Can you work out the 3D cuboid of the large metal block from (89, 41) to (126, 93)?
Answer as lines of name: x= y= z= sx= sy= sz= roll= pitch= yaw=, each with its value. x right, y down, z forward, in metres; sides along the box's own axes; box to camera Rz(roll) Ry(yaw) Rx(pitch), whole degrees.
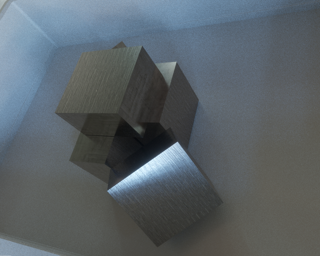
large metal block: x=-0.062 y=-0.066 z=0.432 sx=0.080 sy=0.080 sz=0.050 roll=-37 pitch=86 yaw=3

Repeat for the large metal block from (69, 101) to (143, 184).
large metal block: x=-0.054 y=0.021 z=0.384 sx=0.050 sy=0.080 sz=0.080 roll=1 pitch=62 yaw=28

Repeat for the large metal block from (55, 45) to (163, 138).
large metal block: x=-0.053 y=-0.038 z=0.335 sx=0.080 sy=0.050 sz=0.080 roll=2 pitch=63 yaw=29

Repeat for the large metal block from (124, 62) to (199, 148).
large metal block: x=0.004 y=-0.022 z=0.379 sx=0.050 sy=0.080 sz=0.080 roll=1 pitch=62 yaw=28

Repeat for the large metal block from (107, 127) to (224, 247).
large metal block: x=0.004 y=0.059 z=0.320 sx=0.080 sy=0.080 sz=0.050 roll=-36 pitch=16 yaw=4
